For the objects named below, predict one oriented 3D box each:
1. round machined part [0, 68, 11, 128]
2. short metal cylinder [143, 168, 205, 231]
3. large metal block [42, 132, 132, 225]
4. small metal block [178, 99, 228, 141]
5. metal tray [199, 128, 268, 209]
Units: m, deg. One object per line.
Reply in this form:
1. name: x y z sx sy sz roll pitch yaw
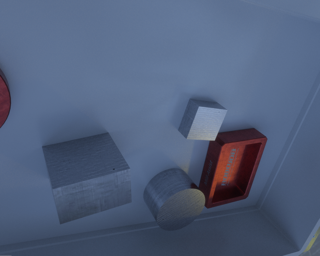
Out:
1. round machined part: -0.189 -0.023 0.280 0.099 0.042 0.097 -14 125 -21
2. short metal cylinder: 0.021 0.109 0.474 0.081 0.050 0.079 -14 125 -21
3. large metal block: -0.086 0.054 0.361 0.081 0.080 0.050 -13 124 -22
4. small metal block: 0.060 -0.011 0.437 0.050 0.025 0.050 4 116 -31
5. metal tray: 0.118 0.067 0.513 0.091 0.030 0.129 -7 122 -26
